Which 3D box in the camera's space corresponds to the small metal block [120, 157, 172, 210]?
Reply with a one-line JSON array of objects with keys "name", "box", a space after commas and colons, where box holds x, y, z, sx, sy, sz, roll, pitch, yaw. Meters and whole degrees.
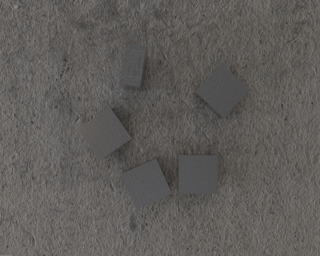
[{"name": "small metal block", "box": [-0.018, 0.072, 0.410, 0.050, 0.025, 0.050, -24, 90, 0]}]

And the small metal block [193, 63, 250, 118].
[{"name": "small metal block", "box": [0.081, -0.048, 0.410, 0.050, 0.025, 0.050, 43, 90, 0]}]

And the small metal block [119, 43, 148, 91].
[{"name": "small metal block", "box": [-0.032, -0.076, 0.397, 0.025, 0.050, 0.050, 9, 90, 0]}]

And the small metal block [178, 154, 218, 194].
[{"name": "small metal block", "box": [0.049, 0.060, 0.410, 0.050, 0.025, 0.050, 0, 90, 0]}]

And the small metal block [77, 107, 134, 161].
[{"name": "small metal block", "box": [-0.071, 0.007, 0.409, 0.050, 0.025, 0.050, -35, 90, 0]}]
